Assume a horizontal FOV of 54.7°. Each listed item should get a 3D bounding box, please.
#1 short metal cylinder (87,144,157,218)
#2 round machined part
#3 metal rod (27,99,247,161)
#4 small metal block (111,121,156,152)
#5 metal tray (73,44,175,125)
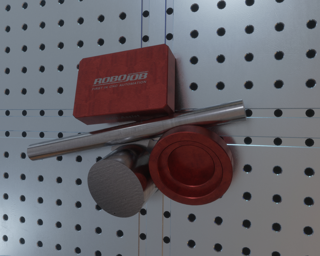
[{"bbox_3d":[-0.045,0.068,0.402,0.080,0.050,0.079,9,112,22],"label":"short metal cylinder"},{"bbox_3d":[0.039,0.041,0.377,0.098,0.042,0.097,5,113,13],"label":"round machined part"},{"bbox_3d":[-0.044,0.007,0.400,0.301,0.025,0.025,-11,86,19],"label":"metal rod"},{"bbox_3d":[-0.035,0.015,0.433,0.050,0.025,0.050,19,96,18],"label":"small metal block"},{"bbox_3d":[-0.047,-0.056,0.411,0.130,0.030,0.090,-5,70,19],"label":"metal tray"}]
